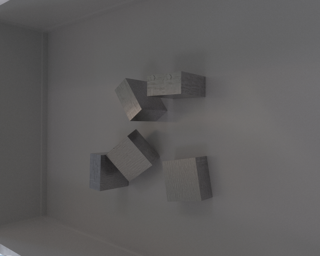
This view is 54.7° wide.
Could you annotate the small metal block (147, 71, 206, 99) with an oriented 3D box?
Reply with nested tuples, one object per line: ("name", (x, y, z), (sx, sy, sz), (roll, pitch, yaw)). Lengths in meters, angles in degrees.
("small metal block", (0.020, -0.050, 0.374), (0.050, 0.050, 0.025), (1, 91, 40))

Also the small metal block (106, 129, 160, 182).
("small metal block", (-0.038, 0.038, 0.425), (0.050, 0.025, 0.050), (-39, 92, 32))

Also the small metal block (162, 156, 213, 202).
("small metal block", (0.033, 0.063, 0.380), (0.050, 0.025, 0.050), (-12, 82, 39))

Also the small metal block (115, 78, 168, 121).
("small metal block", (-0.025, -0.036, 0.411), (0.025, 0.050, 0.050), (-42, 65, 32))

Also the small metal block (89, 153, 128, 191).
("small metal block", (-0.073, 0.061, 0.451), (0.025, 0.050, 0.050), (3, 92, 43))
